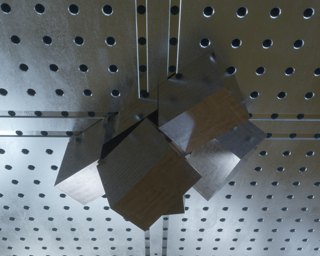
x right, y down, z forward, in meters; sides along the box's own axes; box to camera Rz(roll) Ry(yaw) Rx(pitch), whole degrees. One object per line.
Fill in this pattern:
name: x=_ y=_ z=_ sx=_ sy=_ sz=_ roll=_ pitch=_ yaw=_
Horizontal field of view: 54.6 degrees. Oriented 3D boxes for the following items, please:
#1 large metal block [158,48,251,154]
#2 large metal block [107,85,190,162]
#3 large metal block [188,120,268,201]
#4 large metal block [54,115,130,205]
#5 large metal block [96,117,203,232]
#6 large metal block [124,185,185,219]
large metal block: x=0.045 y=-0.031 z=0.349 sx=0.080 sy=0.080 sz=0.050 roll=-32 pitch=124 yaw=24
large metal block: x=-0.009 y=0.006 z=0.401 sx=0.080 sy=0.050 sz=0.080 roll=-32 pitch=123 yaw=24
large metal block: x=0.080 y=0.034 z=0.396 sx=0.050 sy=0.081 sz=0.080 roll=42 pitch=130 yaw=19
large metal block: x=-0.084 y=0.042 z=0.409 sx=0.080 sy=0.080 sz=0.050 roll=-31 pitch=124 yaw=23
large metal block: x=-0.015 y=0.046 z=0.332 sx=0.080 sy=0.080 sz=0.050 roll=-44 pitch=121 yaw=1
large metal block: x=-0.007 y=0.087 z=0.440 sx=0.080 sy=0.080 sz=0.050 roll=-7 pitch=93 yaw=6
